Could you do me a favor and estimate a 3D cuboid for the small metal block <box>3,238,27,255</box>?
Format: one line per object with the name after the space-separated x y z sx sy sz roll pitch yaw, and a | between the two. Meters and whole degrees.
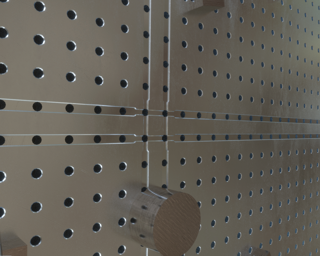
-0.152 0.134 0.283 0.050 0.025 0.050 0 90 -40 | small metal block

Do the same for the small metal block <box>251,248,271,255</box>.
0.183 0.259 0.567 0.050 0.025 0.050 -30 109 -36 | small metal block

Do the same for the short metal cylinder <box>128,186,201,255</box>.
0.007 0.120 0.401 0.081 0.050 0.079 0 90 -40 | short metal cylinder

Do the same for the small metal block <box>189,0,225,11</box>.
0.069 -0.207 0.469 0.050 0.025 0.050 -16 100 -39 | small metal block

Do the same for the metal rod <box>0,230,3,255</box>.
-0.155 0.028 0.259 0.025 0.025 0.298 -6 87 -40 | metal rod
